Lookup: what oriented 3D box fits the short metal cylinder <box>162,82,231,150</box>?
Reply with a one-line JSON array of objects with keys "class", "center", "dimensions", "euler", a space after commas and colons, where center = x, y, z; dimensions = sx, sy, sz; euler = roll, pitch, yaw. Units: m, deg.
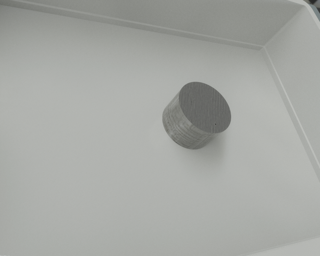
[{"class": "short metal cylinder", "center": [0.050, -0.017, 0.429], "dimensions": [0.081, 0.050, 0.080], "euler": [14, 56, -21]}]
